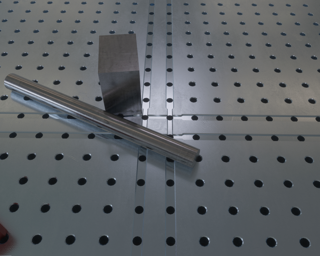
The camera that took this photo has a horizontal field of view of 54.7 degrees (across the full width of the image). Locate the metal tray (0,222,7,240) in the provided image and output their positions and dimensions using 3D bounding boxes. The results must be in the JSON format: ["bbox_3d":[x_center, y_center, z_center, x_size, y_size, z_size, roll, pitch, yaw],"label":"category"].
[{"bbox_3d":[-0.238,0.095,0.322,0.130,0.030,0.090,35,58,25],"label":"metal tray"}]

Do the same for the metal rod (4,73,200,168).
[{"bbox_3d":[-0.090,-0.016,0.420,0.301,0.025,0.025,22,53,17],"label":"metal rod"}]

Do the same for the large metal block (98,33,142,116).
[{"bbox_3d":[-0.054,-0.074,0.433,0.050,0.080,0.080,-5,50,-4],"label":"large metal block"}]
